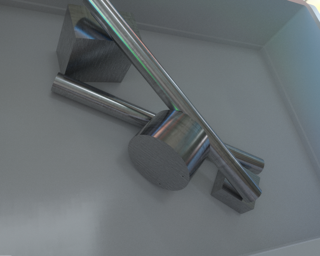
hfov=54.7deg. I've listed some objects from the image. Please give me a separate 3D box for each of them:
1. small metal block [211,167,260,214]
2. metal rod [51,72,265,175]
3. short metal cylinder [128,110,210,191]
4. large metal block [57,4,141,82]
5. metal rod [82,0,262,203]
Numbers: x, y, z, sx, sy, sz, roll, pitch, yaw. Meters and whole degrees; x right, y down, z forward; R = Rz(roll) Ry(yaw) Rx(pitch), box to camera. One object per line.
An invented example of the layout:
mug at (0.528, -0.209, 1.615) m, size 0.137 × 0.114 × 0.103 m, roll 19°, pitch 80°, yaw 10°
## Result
small metal block at (0.102, 0.078, 0.413) m, size 0.050 × 0.025 × 0.050 m, roll 33°, pitch 51°, yaw -7°
metal rod at (0.009, 0.000, 0.410) m, size 0.302 × 0.025 × 0.025 m, roll 23°, pitch 53°, yaw -15°
short metal cylinder at (0.010, 0.026, 0.359) m, size 0.080 × 0.080 × 0.050 m, roll 43°, pitch 51°, yaw 0°
large metal block at (-0.079, -0.102, 0.390) m, size 0.081 × 0.080 × 0.050 m, roll -4°, pitch 64°, yaw -30°
metal rod at (0.020, -0.030, 0.360) m, size 0.300 × 0.025 × 0.025 m, roll 50°, pitch 50°, yaw -9°
